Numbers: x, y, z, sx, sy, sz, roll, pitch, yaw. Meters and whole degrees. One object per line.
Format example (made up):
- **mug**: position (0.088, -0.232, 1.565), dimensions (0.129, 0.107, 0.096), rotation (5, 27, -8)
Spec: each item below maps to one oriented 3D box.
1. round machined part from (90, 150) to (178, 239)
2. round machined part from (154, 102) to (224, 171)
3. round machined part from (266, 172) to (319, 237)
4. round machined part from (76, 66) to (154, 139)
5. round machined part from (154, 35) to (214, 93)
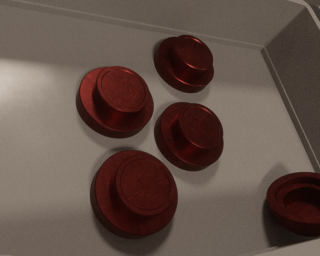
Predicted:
- **round machined part**: position (-0.023, 0.068, 0.342), dimensions (0.099, 0.042, 0.098), rotation (14, 56, -21)
- **round machined part**: position (0.046, 0.005, 0.418), dimensions (0.099, 0.042, 0.098), rotation (14, 56, -21)
- **round machined part**: position (0.197, 0.106, 0.416), dimensions (0.099, 0.098, 0.042), rotation (-41, 125, -39)
- **round machined part**: position (-0.052, -0.039, 0.392), dimensions (0.099, 0.042, 0.098), rotation (14, 56, -21)
- **round machined part**: position (0.044, -0.107, 0.485), dimensions (0.099, 0.042, 0.098), rotation (14, 56, -21)
